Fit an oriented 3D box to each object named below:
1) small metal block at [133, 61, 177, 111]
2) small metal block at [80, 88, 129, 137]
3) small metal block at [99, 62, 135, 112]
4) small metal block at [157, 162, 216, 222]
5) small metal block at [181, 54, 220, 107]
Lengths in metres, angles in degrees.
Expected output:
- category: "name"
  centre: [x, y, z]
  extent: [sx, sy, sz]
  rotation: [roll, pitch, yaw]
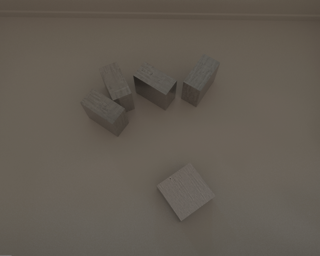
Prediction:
- category: "small metal block"
  centre: [-0.006, -0.055, 0.416]
  extent: [0.050, 0.050, 0.025]
  rotation: [32, 73, 11]
- category: "small metal block"
  centre: [-0.070, -0.019, 0.403]
  extent: [0.050, 0.050, 0.025]
  rotation: [33, 74, 11]
- category: "small metal block"
  centre: [-0.057, -0.052, 0.415]
  extent: [0.025, 0.050, 0.050]
  rotation: [-23, 72, -8]
- category: "small metal block"
  centre: [0.031, 0.079, 0.381]
  extent: [0.050, 0.025, 0.050]
  rotation: [-33, 74, -11]
- category: "small metal block"
  centre: [0.054, -0.063, 0.420]
  extent: [0.025, 0.050, 0.050]
  rotation: [32, 73, 11]
